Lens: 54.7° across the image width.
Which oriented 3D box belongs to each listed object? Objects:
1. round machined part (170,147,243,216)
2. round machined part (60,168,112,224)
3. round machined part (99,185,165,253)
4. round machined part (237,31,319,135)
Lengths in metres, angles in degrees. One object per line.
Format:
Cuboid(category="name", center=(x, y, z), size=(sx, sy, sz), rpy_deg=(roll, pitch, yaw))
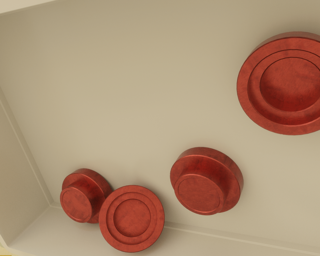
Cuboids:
Cuboid(category="round machined part", center=(0.058, 0.078, 0.415), size=(0.098, 0.042, 0.097), rpy_deg=(13, 124, 21))
Cuboid(category="round machined part", center=(-0.131, 0.123, 0.532), size=(0.098, 0.042, 0.097), rpy_deg=(9, 112, 24))
Cuboid(category="round machined part", center=(-0.043, 0.140, 0.483), size=(0.098, 0.098, 0.042), rpy_deg=(34, 166, 6))
Cuboid(category="round machined part", center=(0.129, -0.045, 0.302), size=(0.098, 0.042, 0.097), rpy_deg=(13, 124, 21))
